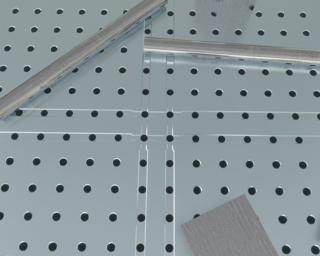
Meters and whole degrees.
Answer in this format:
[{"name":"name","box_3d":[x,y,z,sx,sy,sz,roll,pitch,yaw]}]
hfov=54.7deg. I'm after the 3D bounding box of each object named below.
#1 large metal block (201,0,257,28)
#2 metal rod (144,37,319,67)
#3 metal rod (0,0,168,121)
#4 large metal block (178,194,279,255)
[{"name":"large metal block","box_3d":[0.102,-0.213,0.461,0.050,0.080,0.080,-33,74,-11]},{"name":"metal rod","box_3d":[0.128,-0.109,0.452,0.302,0.025,0.025,4,70,1]},{"name":"metal rod","box_3d":[-0.109,-0.112,0.451,0.301,0.025,0.025,-40,75,-13]},{"name":"large metal block","box_3d":[0.075,0.132,0.351,0.080,0.050,0.080,-24,72,-9]}]
